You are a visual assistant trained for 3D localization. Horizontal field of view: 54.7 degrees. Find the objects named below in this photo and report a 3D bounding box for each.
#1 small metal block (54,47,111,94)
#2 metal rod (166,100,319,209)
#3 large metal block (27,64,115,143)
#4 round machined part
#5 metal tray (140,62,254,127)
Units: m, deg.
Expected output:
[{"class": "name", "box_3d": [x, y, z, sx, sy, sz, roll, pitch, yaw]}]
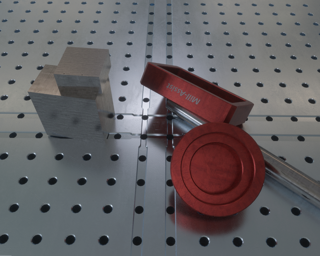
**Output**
[{"class": "small metal block", "box_3d": [-0.088, -0.068, 0.360, 0.050, 0.025, 0.050, 4, 50, 3]}, {"class": "metal rod", "box_3d": [0.128, 0.040, 0.374, 0.300, 0.025, 0.025, 35, 58, 25]}, {"class": "large metal block", "box_3d": [-0.107, -0.030, 0.396, 0.080, 0.080, 0.050, 8, 51, 6]}, {"class": "round machined part", "box_3d": [0.060, 0.045, 0.341, 0.099, 0.042, 0.097, 0, 82, 1]}, {"class": "metal tray", "box_3d": [0.050, -0.046, 0.412, 0.130, 0.030, 0.091, 31, 20, 23]}]
